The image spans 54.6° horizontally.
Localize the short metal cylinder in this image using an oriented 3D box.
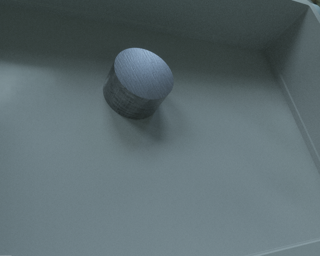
[{"bbox_3d":[-0.029,-0.058,0.409,0.081,0.050,0.080,13,56,-21],"label":"short metal cylinder"}]
